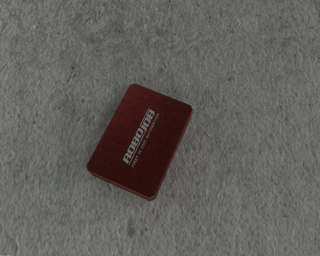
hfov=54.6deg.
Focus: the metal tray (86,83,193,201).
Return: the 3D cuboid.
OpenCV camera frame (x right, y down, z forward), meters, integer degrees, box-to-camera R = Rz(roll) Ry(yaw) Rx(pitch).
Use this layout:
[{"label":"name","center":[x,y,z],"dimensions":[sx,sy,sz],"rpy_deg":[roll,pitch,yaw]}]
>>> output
[{"label":"metal tray","center":[-0.023,0.016,0.400],"dimensions":[0.090,0.030,0.130],"rpy_deg":[23,71,8]}]
